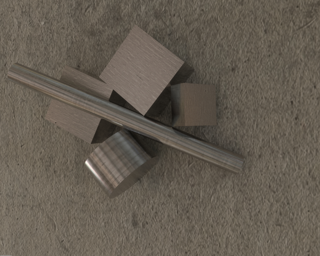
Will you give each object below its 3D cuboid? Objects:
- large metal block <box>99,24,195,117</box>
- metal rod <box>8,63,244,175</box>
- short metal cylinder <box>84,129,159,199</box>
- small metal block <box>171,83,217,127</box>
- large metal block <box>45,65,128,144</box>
[{"bbox_3d":[-0.016,-0.071,0.400,0.080,0.050,0.080,41,103,15],"label":"large metal block"},{"bbox_3d":[-0.043,-0.012,0.381,0.301,0.025,0.025,22,98,2],"label":"metal rod"},{"bbox_3d":[-0.048,0.045,0.397,0.080,0.080,0.050,-46,76,14],"label":"short metal cylinder"},{"bbox_3d":[0.042,-0.027,0.380,0.025,0.050,0.050,-2,89,56],"label":"small metal block"},{"bbox_3d":[-0.100,-0.032,0.432,0.080,0.050,0.080,26,99,18],"label":"large metal block"}]
